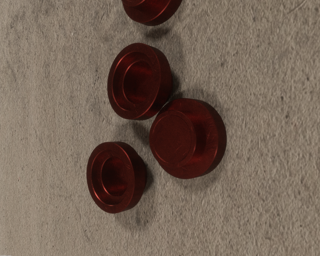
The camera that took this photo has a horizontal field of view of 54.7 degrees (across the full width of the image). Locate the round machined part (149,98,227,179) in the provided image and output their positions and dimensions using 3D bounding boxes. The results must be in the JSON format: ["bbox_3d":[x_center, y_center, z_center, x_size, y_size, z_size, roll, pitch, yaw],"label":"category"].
[{"bbox_3d":[0.026,0.013,0.371,0.098,0.042,0.097,0,90,39],"label":"round machined part"}]

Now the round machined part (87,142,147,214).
[{"bbox_3d":[-0.057,0.068,0.438,0.098,0.042,0.097,0,90,39],"label":"round machined part"}]

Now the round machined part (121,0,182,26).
[{"bbox_3d":[-0.017,-0.188,0.406,0.098,0.042,0.097,0,90,39],"label":"round machined part"}]

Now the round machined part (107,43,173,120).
[{"bbox_3d":[-0.022,-0.058,0.407,0.098,0.042,0.097,-4,84,42],"label":"round machined part"}]
